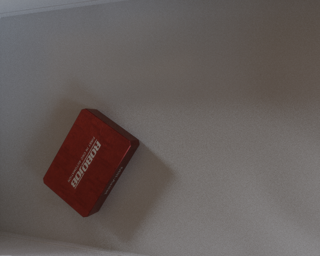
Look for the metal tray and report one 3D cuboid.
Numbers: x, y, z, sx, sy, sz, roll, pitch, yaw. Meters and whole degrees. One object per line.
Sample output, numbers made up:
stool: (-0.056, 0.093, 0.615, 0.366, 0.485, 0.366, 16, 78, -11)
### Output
metal tray: (-0.100, 0.049, 0.443, 0.090, 0.030, 0.129, 35, 101, 16)
